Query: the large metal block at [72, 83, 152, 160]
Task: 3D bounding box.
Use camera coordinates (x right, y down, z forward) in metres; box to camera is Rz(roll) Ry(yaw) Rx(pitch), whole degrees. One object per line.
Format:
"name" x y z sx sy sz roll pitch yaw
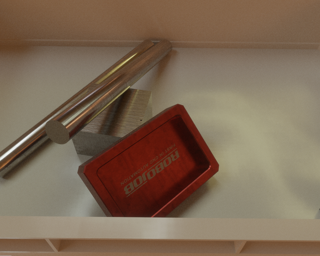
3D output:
"large metal block" -0.058 -0.007 0.394 0.080 0.050 0.080 9 51 7

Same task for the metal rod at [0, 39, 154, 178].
"metal rod" -0.105 -0.044 0.440 0.025 0.025 0.301 29 55 22

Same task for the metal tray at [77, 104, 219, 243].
"metal tray" -0.008 0.044 0.332 0.131 0.030 0.090 -35 98 -26

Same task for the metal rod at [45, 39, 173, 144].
"metal rod" -0.041 -0.067 0.399 0.025 0.025 0.301 16 33 13
